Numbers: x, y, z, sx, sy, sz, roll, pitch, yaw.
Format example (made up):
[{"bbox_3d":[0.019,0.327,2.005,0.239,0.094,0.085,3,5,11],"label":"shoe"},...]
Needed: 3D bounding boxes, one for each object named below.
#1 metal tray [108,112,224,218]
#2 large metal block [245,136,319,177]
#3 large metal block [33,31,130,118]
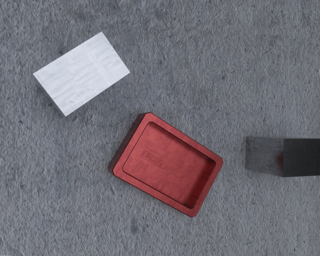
[{"bbox_3d":[0.010,0.049,0.410,0.130,0.030,0.090,33,79,-17],"label":"metal tray"},{"bbox_3d":[0.182,0.039,0.447,0.081,0.080,0.050,1,90,-20],"label":"large metal block"},{"bbox_3d":[-0.090,-0.055,0.347,0.080,0.080,0.050,-38,103,-16],"label":"large metal block"}]
